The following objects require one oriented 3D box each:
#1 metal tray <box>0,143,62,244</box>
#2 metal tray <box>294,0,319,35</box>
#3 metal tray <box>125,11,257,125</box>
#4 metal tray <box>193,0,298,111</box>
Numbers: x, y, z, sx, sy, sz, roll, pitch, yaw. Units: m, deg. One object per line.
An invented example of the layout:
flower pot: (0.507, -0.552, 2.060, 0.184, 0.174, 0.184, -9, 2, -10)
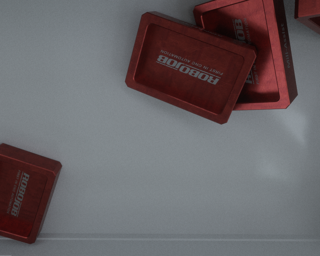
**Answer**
metal tray: (-0.203, 0.096, 0.440, 0.091, 0.030, 0.129, 20, 109, -8)
metal tray: (0.198, -0.115, 0.300, 0.090, 0.131, 0.030, 5, 96, 41)
metal tray: (0.033, -0.070, 0.357, 0.130, 0.030, 0.089, 23, 117, 9)
metal tray: (0.097, -0.085, 0.352, 0.090, 0.030, 0.129, 0, 117, 41)
